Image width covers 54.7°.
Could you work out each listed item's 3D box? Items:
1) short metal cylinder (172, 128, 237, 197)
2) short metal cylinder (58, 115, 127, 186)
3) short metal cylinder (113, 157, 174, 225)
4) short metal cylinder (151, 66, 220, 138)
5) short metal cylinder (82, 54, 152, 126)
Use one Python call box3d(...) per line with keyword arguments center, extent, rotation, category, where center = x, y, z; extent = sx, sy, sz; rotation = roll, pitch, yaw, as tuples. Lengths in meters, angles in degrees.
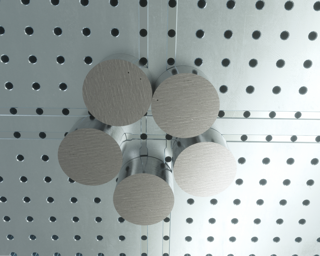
box3d(center=(0.057, 0.045, 0.416), extent=(0.081, 0.050, 0.079), rotation=(0, 112, 0), category="short metal cylinder")
box3d(center=(-0.087, 0.029, 0.409), extent=(0.081, 0.050, 0.079), rotation=(0, 111, 0), category="short metal cylinder")
box3d(center=(-0.021, 0.086, 0.430), extent=(0.081, 0.050, 0.079), rotation=(0, 110, 0), category="short metal cylinder")
box3d(center=(0.030, -0.034, 0.387), extent=(0.081, 0.050, 0.079), rotation=(0, 110, 0), category="short metal cylinder")
box3d(center=(-0.049, -0.048, 0.381), extent=(0.081, 0.050, 0.079), rotation=(0, 110, -1), category="short metal cylinder")
